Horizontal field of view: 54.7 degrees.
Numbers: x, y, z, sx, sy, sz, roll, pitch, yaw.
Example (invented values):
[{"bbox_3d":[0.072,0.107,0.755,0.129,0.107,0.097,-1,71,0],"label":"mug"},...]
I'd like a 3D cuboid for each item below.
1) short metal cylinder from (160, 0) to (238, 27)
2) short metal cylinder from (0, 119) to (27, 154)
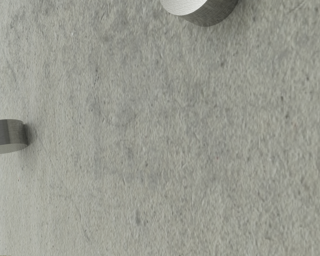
[{"bbox_3d":[0.045,-0.161,0.350,0.080,0.050,0.079,0,90,39],"label":"short metal cylinder"},{"bbox_3d":[-0.315,0.019,0.625,0.080,0.081,0.050,-23,76,37],"label":"short metal cylinder"}]
